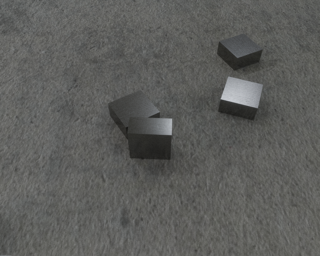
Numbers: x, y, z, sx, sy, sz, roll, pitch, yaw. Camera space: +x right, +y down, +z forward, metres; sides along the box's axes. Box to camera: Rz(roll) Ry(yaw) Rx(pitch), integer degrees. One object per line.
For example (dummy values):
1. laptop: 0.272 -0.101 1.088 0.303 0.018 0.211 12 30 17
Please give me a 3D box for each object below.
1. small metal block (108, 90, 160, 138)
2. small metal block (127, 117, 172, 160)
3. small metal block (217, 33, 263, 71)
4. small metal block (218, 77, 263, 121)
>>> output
1. small metal block: -0.035 -0.019 0.419 0.050 0.025 0.050 -26 55 -21
2. small metal block: -0.011 0.013 0.376 0.050 0.050 0.025 2 50 1
3. small metal block: 0.131 -0.126 0.511 0.050 0.025 0.050 -21 53 -18
4. small metal block: 0.115 -0.043 0.441 0.050 0.025 0.050 16 52 12
